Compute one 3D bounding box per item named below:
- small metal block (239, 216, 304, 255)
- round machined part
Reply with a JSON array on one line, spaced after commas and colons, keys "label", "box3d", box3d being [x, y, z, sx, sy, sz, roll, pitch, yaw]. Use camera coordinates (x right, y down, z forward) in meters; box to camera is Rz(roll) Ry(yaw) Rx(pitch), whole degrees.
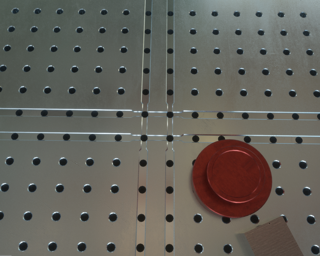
[{"label": "small metal block", "box3d": [0.129, 0.137, 0.362, 0.050, 0.025, 0.050, -22, 72, -8]}, {"label": "round machined part", "box3d": [0.089, 0.060, 0.381, 0.099, 0.042, 0.098, 0, 70, 0]}]
